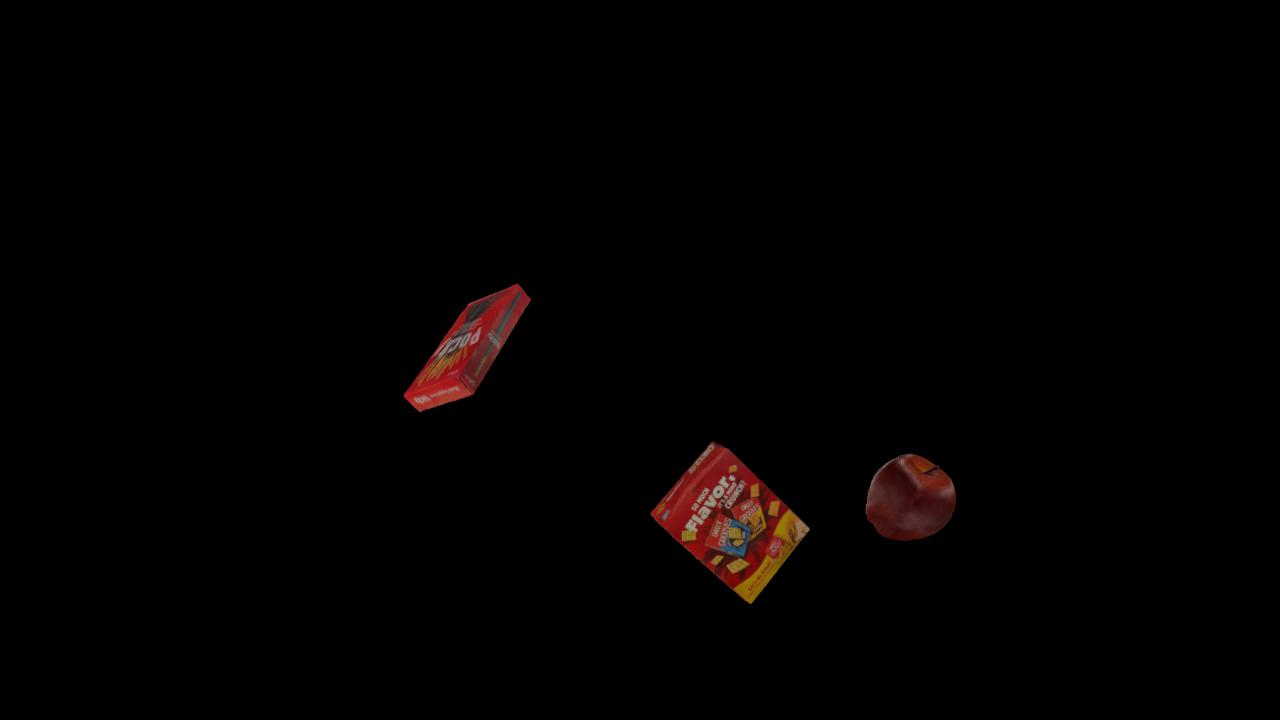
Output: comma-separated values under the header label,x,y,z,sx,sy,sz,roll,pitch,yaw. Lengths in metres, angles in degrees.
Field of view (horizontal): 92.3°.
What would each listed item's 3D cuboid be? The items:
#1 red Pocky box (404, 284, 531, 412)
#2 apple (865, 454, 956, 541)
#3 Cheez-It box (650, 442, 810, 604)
label,x,y,z,sx,sy,sz,roll,pitch,yaw
red Pocky box,-0.177,-0.017,0.646,0.083,0.028,0.155,-16,35,29
apple,0.271,0.139,0.619,0.079,0.093,0.079,16,31,-10
Cheez-It box,0.153,0.271,1.031,0.223,0.166,0.071,44,-8,-16
